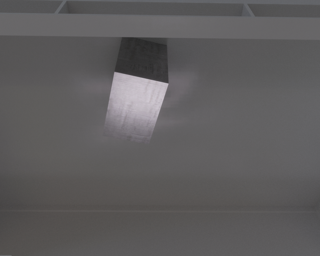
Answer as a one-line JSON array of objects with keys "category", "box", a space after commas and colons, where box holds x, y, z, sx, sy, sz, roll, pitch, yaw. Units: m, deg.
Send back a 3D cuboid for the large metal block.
[{"category": "large metal block", "box": [-0.026, -0.042, 0.337, 0.050, 0.080, 0.079, 11, 129, -9]}]
